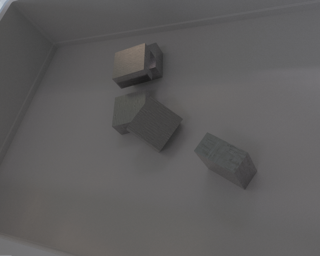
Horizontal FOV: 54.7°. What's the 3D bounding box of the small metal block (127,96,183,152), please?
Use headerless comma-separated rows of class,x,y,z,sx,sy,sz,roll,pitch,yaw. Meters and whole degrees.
small metal block,-0.007,-0.004,0.396,0.050,0.025,0.050,36,80,-1

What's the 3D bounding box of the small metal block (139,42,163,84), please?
small metal block,-0.024,-0.099,0.479,0.050,0.025,0.050,-13,56,21

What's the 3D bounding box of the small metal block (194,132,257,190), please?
small metal block,0.071,0.036,0.331,0.050,0.050,0.025,29,78,37

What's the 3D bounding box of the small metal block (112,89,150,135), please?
small metal block,-0.038,-0.022,0.440,0.050,0.025,0.050,-13,56,21

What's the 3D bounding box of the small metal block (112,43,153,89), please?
small metal block,-0.039,-0.090,0.450,0.050,0.025,0.050,-12,57,21
